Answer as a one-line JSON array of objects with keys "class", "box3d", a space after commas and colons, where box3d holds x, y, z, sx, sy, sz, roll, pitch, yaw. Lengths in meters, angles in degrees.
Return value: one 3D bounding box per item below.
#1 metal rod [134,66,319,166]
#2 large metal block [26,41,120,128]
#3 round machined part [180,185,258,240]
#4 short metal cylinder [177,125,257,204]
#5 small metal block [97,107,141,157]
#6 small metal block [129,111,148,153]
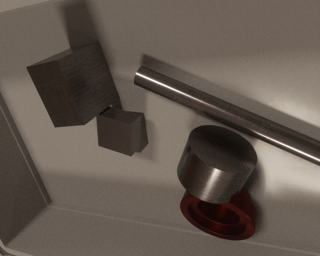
[{"class": "metal rod", "box3d": [0.108, -0.003, 0.349, 0.301, 0.025, 0.025, 25, 127, 12]}, {"class": "large metal block", "box3d": [-0.105, -0.056, 0.392, 0.050, 0.080, 0.080, -4, 117, 30]}, {"class": "round machined part", "box3d": [0.080, 0.102, 0.409, 0.098, 0.042, 0.097, 18, 140, 16]}, {"class": "short metal cylinder", "box3d": [0.065, 0.041, 0.363, 0.080, 0.080, 0.050, 25, 127, 12]}, {"class": "small metal block", "box3d": [-0.054, 0.004, 0.406, 0.050, 0.025, 0.050, 16, 125, 18]}, {"class": "small metal block", "box3d": [-0.047, 0.004, 0.435, 0.050, 0.025, 0.050, 7, 122, 24]}]
